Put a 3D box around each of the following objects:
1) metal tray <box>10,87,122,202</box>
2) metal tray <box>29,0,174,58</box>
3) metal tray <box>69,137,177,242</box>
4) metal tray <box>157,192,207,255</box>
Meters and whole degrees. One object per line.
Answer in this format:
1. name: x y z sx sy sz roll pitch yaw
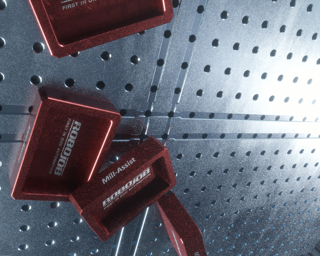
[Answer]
1. metal tray: -0.111 0.025 0.362 0.091 0.030 0.129 12 112 -34
2. metal tray: -0.056 -0.131 0.295 0.131 0.030 0.090 -23 127 -15
3. metal tray: -0.042 0.081 0.409 0.131 0.030 0.090 -36 140 -18
4. metal tray: 0.039 0.177 0.498 0.030 0.090 0.129 -26 128 -13
